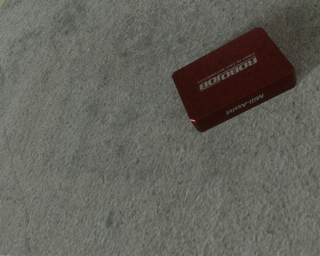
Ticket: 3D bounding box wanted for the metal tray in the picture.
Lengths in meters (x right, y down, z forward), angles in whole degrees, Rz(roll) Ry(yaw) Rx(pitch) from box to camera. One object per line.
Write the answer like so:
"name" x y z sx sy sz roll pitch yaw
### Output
"metal tray" 0.089 -0.062 0.393 0.130 0.030 0.090 -27 52 11
